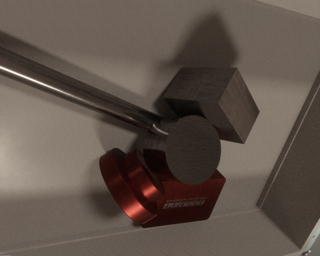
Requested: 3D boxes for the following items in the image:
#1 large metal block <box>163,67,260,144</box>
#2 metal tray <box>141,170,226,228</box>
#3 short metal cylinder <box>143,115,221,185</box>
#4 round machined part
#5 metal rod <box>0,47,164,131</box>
[{"bbox_3d":[0.065,-0.029,0.384,0.080,0.080,0.050,48,64,-40],"label":"large metal block"},{"bbox_3d":[0.034,0.109,0.494,0.131,0.030,0.089,3,117,-30],"label":"metal tray"},{"bbox_3d":[0.027,0.026,0.376,0.081,0.050,0.080,1,87,-32],"label":"short metal cylinder"},{"bbox_3d":[-0.029,0.065,0.384,0.042,0.098,0.098,-34,130,4],"label":"round machined part"},{"bbox_3d":[-0.050,-0.023,0.368,0.302,0.025,0.025,22,107,-37],"label":"metal rod"}]
